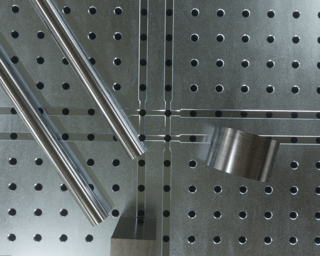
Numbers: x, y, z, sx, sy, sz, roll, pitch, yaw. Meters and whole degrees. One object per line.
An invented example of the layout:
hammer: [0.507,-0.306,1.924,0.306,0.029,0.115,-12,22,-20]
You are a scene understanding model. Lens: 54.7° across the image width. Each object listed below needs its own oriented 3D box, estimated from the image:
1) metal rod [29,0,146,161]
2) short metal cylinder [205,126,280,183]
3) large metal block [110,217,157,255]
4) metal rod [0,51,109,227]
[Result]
metal rod: [-0.108,-0.090,0.411,0.025,0.025,0.299,-32,90,0]
short metal cylinder: [0.102,0.032,0.387,0.080,0.080,0.050,15,90,-1]
large metal block: [-0.032,0.164,0.386,0.050,0.080,0.079,3,90,0]
metal rod: [-0.161,-0.001,0.411,0.025,0.025,0.299,-33,90,0]
